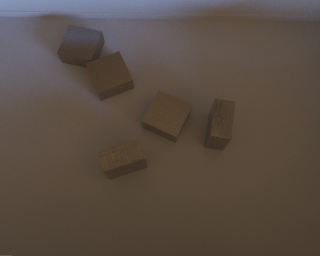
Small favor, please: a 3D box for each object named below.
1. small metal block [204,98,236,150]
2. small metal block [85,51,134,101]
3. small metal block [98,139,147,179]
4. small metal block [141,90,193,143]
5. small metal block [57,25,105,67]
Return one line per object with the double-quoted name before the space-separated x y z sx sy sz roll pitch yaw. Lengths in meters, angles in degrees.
"small metal block" 0.076 -0.003 0.399 0.025 0.050 0.050 10 70 3
"small metal block" -0.070 -0.073 0.436 0.050 0.025 0.050 -23 72 -9
"small metal block" -0.044 0.040 0.381 0.050 0.050 0.025 -17 71 -6
"small metal block" 0.010 -0.015 0.415 0.050 0.025 0.050 25 72 8
"small metal block" -0.114 -0.118 0.451 0.050 0.025 0.050 12 70 4
